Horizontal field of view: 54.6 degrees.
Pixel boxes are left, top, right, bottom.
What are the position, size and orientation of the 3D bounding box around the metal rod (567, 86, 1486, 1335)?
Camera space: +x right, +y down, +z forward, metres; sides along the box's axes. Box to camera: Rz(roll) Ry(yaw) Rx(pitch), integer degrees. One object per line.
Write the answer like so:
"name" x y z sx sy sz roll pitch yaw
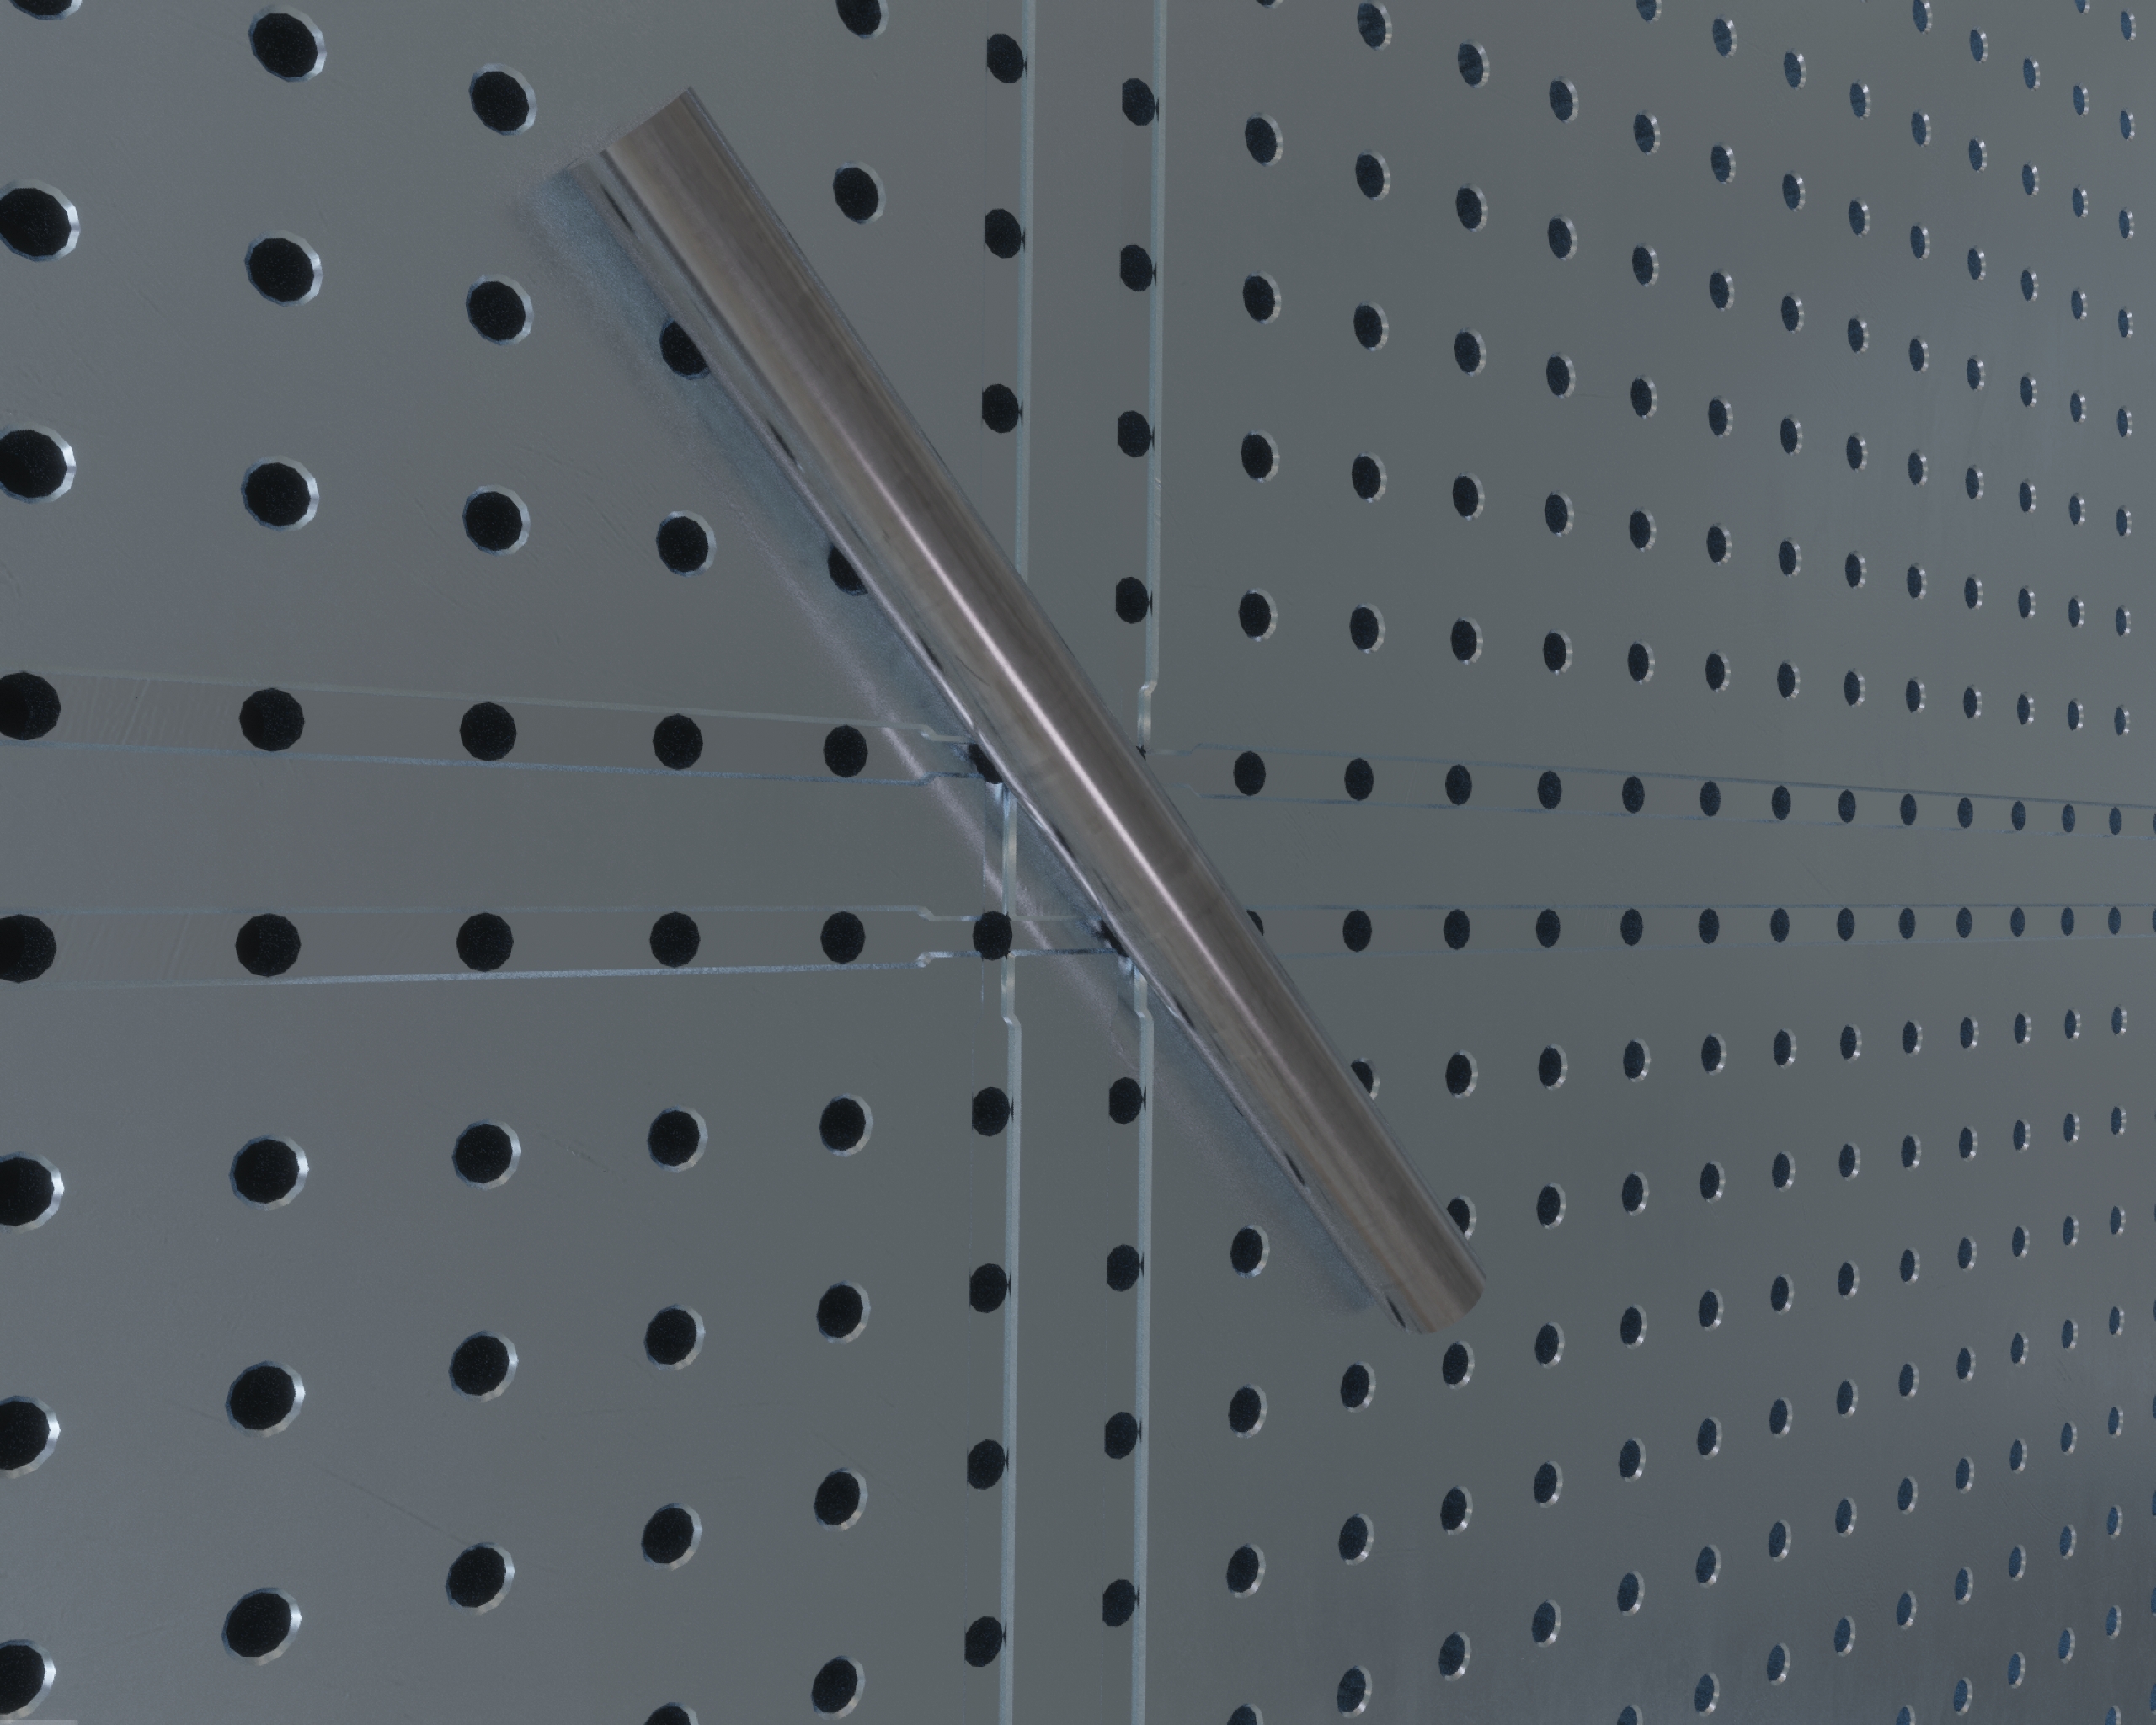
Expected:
"metal rod" 0.004 -0.012 0.411 0.025 0.025 0.300 -50 120 -28
